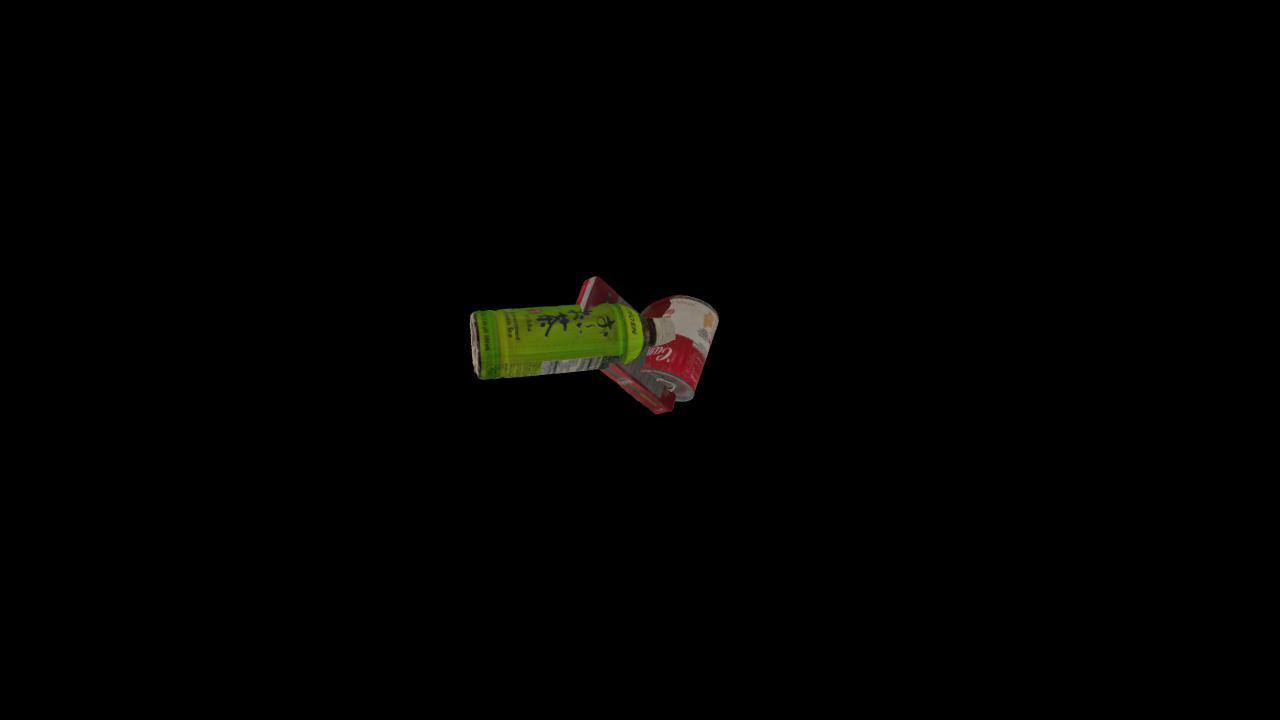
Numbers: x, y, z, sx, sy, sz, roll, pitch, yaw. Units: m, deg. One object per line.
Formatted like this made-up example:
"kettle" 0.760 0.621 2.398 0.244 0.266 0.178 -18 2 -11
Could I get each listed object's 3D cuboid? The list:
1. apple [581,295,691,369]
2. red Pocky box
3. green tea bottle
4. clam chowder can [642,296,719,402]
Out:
"apple" 0.035 -0.037 0.727 0.079 0.079 0.093 0 -28 -40
"red Pocky box" -0.013 -0.013 0.675 0.028 0.083 0.155 -20 -48 40
"green tea bottle" -0.065 -0.022 0.638 0.212 0.073 0.073 -4 1 -21
"clam chowder can" 0.044 -0.013 0.694 0.068 0.102 0.068 18 -24 9
